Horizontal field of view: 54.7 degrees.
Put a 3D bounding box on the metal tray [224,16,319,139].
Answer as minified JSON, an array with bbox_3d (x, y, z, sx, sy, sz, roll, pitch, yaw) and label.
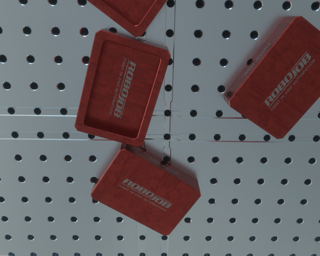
[{"bbox_3d":[0.157,-0.061,0.391,0.090,0.030,0.129,33,106,-12],"label":"metal tray"}]

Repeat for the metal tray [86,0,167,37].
[{"bbox_3d":[-0.021,-0.180,0.343,0.090,0.030,0.129,35,106,-13],"label":"metal tray"}]

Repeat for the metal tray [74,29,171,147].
[{"bbox_3d":[-0.048,-0.048,0.392,0.091,0.030,0.129,16,109,-6],"label":"metal tray"}]

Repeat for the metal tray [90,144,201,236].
[{"bbox_3d":[-0.019,0.088,0.443,0.130,0.030,0.090,31,107,-12],"label":"metal tray"}]
